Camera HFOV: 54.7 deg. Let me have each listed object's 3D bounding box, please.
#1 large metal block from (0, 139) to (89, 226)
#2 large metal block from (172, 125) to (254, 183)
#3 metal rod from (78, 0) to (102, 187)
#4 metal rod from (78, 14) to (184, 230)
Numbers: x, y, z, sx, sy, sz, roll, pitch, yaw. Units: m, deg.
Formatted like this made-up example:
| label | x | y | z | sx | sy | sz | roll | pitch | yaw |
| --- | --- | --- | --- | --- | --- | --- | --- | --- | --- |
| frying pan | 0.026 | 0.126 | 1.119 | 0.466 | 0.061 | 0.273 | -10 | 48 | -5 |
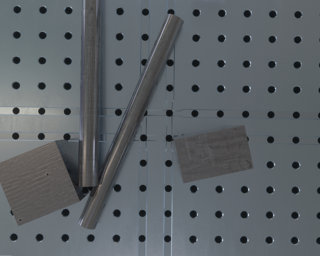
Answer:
| label | x | y | z | sx | sy | sz | roll | pitch | yaw |
| --- | --- | --- | --- | --- | --- | --- | --- | --- | --- |
| large metal block | -0.149 | 0.067 | 0.400 | 0.080 | 0.050 | 0.080 | -22 | 90 | 0 |
| large metal block | 0.060 | 0.029 | 0.386 | 0.080 | 0.080 | 0.050 | -12 | 90 | 0 |
| metal rod | -0.091 | -0.076 | 0.403 | 0.025 | 0.025 | 0.298 | 0 | 87 | 0 |
| metal rod | -0.038 | -0.008 | 0.413 | 0.025 | 0.025 | 0.299 | 23 | 90 | 0 |
